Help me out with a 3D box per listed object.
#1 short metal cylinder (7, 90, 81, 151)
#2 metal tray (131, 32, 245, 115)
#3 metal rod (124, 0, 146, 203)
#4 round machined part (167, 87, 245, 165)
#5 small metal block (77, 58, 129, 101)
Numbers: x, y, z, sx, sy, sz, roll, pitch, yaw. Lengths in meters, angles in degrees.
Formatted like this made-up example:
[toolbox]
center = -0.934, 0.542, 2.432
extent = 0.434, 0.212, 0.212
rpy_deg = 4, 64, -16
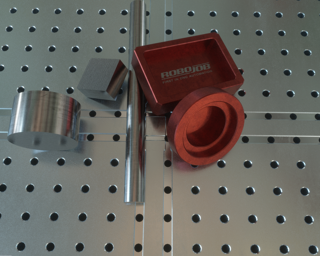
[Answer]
[short metal cylinder]
center = -0.141, -0.006, 0.383
extent = 0.081, 0.080, 0.050
rpy_deg = 0, 70, -1
[metal tray]
center = 0.038, -0.077, 0.422
extent = 0.131, 0.030, 0.090
rpy_deg = -16, 71, -20
[metal rod]
center = -0.033, -0.049, 0.429
extent = 0.025, 0.025, 0.299
rpy_deg = 0, 70, -1
[round machined part]
center = 0.053, -0.006, 0.386
extent = 0.099, 0.098, 0.042
rpy_deg = -30, 36, -11
[small metal block]
center = -0.078, -0.068, 0.426
extent = 0.050, 0.025, 0.050
rpy_deg = 9, 68, 28
